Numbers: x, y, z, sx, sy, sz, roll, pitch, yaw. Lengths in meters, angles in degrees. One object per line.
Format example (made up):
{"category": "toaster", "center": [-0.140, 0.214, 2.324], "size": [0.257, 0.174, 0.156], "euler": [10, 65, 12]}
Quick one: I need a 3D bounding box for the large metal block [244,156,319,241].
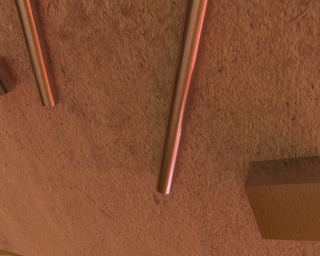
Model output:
{"category": "large metal block", "center": [0.153, 0.083, 0.361], "size": [0.080, 0.050, 0.080], "euler": [-10, 113, 32]}

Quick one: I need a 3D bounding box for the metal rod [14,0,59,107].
{"category": "metal rod", "center": [-0.172, -0.166, 0.392], "size": [0.025, 0.025, 0.298], "euler": [11, 123, 22]}

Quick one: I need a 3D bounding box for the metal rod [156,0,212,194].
{"category": "metal rod", "center": [0.024, -0.033, 0.372], "size": [0.025, 0.025, 0.298], "euler": [20, 126, 16]}

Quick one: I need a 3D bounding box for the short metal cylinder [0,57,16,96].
{"category": "short metal cylinder", "center": [-0.268, -0.071, 0.466], "size": [0.080, 0.080, 0.050], "euler": [-3, 117, 29]}
